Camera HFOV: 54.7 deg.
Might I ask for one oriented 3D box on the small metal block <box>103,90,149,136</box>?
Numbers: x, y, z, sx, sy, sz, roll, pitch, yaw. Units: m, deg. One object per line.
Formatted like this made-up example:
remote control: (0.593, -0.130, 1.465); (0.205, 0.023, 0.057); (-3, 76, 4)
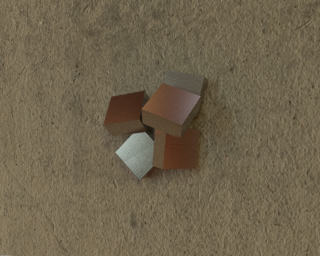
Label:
small metal block: (-0.042, -0.019, 0.411); (0.050, 0.025, 0.050); (-8, 50, 19)

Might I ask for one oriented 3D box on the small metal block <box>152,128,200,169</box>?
small metal block: (0.020, 0.024, 0.387); (0.025, 0.050, 0.050); (6, 92, 58)

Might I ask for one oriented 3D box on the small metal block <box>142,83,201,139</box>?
small metal block: (0.014, -0.021, 0.364); (0.050, 0.025, 0.050); (23, 54, 18)

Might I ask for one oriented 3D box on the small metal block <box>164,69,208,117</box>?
small metal block: (0.030, -0.045, 0.399); (0.050, 0.025, 0.050); (15, 95, 19)

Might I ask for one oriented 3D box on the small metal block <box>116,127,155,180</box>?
small metal block: (-0.022, 0.033, 0.417); (0.050, 0.025, 0.050); (-46, 76, 14)

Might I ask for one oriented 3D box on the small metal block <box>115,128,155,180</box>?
small metal block: (-0.022, 0.033, 0.417); (0.050, 0.025, 0.050); (-46, 76, 14)
